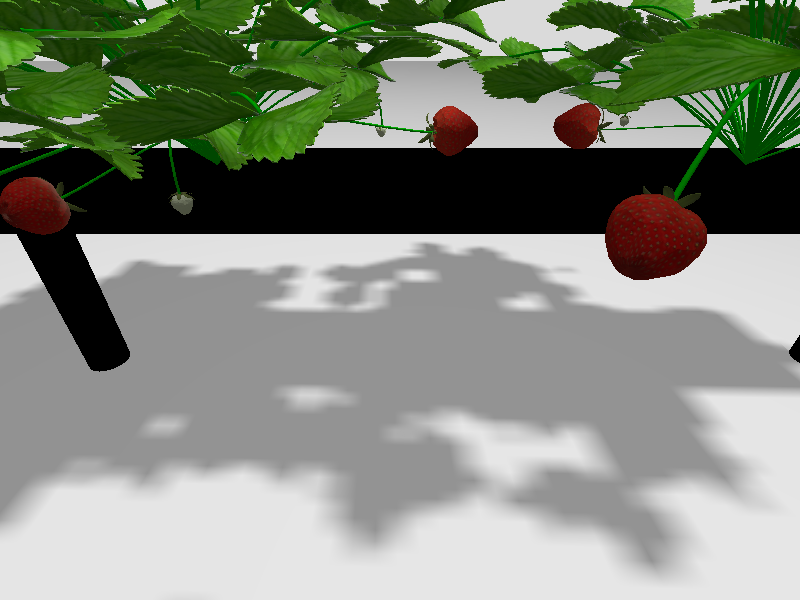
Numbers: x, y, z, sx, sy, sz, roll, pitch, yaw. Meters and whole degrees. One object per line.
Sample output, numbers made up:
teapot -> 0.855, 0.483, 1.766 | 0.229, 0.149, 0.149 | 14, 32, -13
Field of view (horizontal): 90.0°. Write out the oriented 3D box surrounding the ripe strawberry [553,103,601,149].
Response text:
ripe strawberry -> 0.171, -0.169, 0.390 | 0.042, 0.041, 0.039 | 16, 36, 25

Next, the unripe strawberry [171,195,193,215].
unripe strawberry -> -0.120, -0.053, 0.220 | 0.011, 0.011, 0.010 | -8, 33, -12

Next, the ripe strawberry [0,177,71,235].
ripe strawberry -> -0.188, -0.047, 0.205 | 0.025, 0.029, 0.027 | 7, 33, 10

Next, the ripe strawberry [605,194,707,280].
ripe strawberry -> 0.103, -0.025, 0.166 | 0.037, 0.037, 0.031 | 27, -21, 36

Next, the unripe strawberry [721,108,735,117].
unripe strawberry -> 0.403, -0.229, 0.492 | 0.014, 0.013, 0.013 | 17, 36, 25

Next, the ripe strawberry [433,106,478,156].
ripe strawberry -> 0.051, -0.154, 0.365 | 0.043, 0.042, 0.040 | -6, 33, -10

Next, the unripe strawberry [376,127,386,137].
unripe strawberry -> -0.020, -0.179, 0.424 | 0.010, 0.011, 0.012 | -22, 39, -31

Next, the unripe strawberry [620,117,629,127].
unripe strawberry -> 0.269, -0.214, 0.480 | 0.011, 0.011, 0.010 | -5, 33, -7
